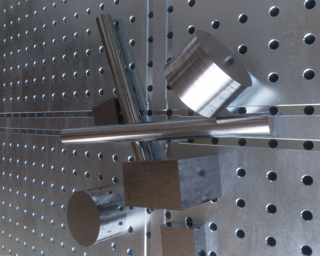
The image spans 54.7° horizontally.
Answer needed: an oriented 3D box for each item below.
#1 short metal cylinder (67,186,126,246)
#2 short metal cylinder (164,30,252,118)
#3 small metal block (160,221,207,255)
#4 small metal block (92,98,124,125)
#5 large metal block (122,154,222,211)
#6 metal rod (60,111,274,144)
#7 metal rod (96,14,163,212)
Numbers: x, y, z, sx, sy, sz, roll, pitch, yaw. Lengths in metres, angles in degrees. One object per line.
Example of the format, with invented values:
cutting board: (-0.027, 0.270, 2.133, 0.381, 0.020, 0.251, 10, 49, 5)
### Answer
short metal cylinder: (-0.098, 0.133, 0.474, 0.080, 0.050, 0.080, 0, 90, 40)
short metal cylinder: (0.051, -0.058, 0.331, 0.050, 0.081, 0.080, -44, 64, 31)
small metal block: (0.030, 0.146, 0.385, 0.050, 0.025, 0.050, -8, 85, 39)
small metal block: (-0.073, -0.013, 0.470, 0.050, 0.025, 0.050, -22, 76, 38)
large metal block: (0.015, 0.060, 0.361, 0.080, 0.081, 0.050, -8, 85, 40)
metal rod: (-0.014, 0.004, 0.394, 0.300, 0.025, 0.025, -4, 88, 31)
metal rod: (-0.044, -0.031, 0.445, 0.025, 0.025, 0.299, -28, 73, 37)
